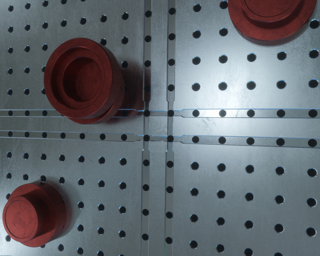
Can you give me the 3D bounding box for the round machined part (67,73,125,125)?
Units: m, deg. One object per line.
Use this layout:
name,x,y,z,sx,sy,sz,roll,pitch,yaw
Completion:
round machined part,-0.093,-0.053,0.437,0.098,0.042,0.097,0,90,20

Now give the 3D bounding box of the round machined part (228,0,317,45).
round machined part,0.128,-0.150,0.358,0.098,0.042,0.097,0,90,20

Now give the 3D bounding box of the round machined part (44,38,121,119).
round machined part,-0.093,-0.060,0.392,0.098,0.042,0.097,0,90,20

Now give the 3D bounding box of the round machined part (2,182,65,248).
round machined part,-0.199,0.134,0.475,0.098,0.042,0.097,0,90,20
